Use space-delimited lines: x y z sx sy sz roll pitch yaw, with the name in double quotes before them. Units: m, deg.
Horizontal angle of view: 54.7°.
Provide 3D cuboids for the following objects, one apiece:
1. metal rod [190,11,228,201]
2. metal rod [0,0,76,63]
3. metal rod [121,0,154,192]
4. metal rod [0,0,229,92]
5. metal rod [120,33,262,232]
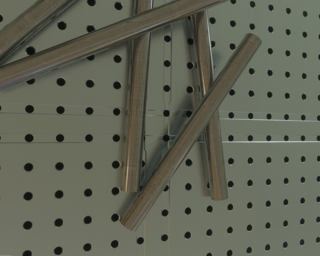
"metal rod" 0.068 -0.047 0.438 0.025 0.025 0.298 -8 93 -20
"metal rod" -0.117 -0.157 0.369 0.301 0.025 0.025 -47 105 -14
"metal rod" -0.028 -0.068 0.403 0.025 0.025 0.298 5 89 -20
"metal rod" -0.049 -0.115 0.372 0.302 0.025 0.025 -25 99 -10
"metal rod" 0.043 0.003 0.409 0.025 0.025 0.299 36 86 -17
